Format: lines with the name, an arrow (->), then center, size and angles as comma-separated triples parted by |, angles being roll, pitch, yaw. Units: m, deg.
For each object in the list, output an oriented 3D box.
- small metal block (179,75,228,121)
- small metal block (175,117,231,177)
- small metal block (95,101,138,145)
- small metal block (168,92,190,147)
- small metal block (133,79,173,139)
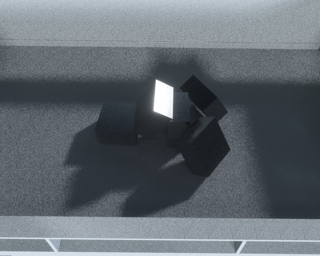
small metal block -> 0.059, -0.037, 0.415 | 0.025, 0.050, 0.050 | -44, 57, 7
small metal block -> 0.052, 0.021, 0.366 | 0.025, 0.050, 0.050 | 2, 38, 50
small metal block -> -0.053, -0.007, 0.407 | 0.050, 0.025, 0.050 | 5, 50, 4
small metal block -> 0.023, -0.010, 0.396 | 0.025, 0.050, 0.050 | 1, 50, 0
small metal block -> -0.008, -0.022, 0.382 | 0.025, 0.050, 0.050 | 22, 49, -23
